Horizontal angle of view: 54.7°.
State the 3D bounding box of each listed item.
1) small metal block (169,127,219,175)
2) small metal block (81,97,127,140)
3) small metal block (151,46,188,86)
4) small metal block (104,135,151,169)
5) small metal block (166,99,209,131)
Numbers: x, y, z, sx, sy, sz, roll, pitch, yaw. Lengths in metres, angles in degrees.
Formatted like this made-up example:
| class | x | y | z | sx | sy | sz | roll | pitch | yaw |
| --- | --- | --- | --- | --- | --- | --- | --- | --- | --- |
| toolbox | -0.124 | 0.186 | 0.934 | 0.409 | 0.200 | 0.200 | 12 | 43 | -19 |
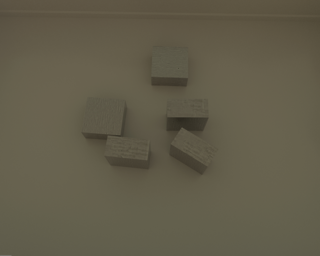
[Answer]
| class | x | y | z | sx | sy | sz | roll | pitch | yaw |
| --- | --- | --- | --- | --- | --- | --- | --- | --- | --- |
| small metal block | 0.040 | 0.030 | 0.386 | 0.050 | 0.050 | 0.025 | 31 | 73 | 10 |
| small metal block | -0.073 | -0.012 | 0.413 | 0.050 | 0.025 | 0.050 | 5 | 70 | 1 |
| small metal block | 0.014 | -0.088 | 0.442 | 0.050 | 0.025 | 0.050 | 2 | 70 | 0 |
| small metal block | -0.038 | 0.031 | 0.384 | 0.050 | 0.050 | 0.025 | 6 | 70 | 2 |
| small metal block | 0.034 | -0.016 | 0.403 | 0.050 | 0.050 | 0.025 | 0 | 70 | 0 |
